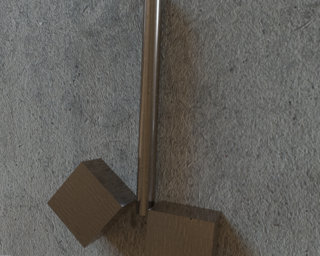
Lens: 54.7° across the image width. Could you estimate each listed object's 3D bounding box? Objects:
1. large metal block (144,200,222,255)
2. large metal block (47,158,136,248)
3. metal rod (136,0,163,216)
[{"bbox_3d":[0.029,0.142,0.385,0.080,0.050,0.079,6,92,19],"label":"large metal block"},{"bbox_3d":[-0.092,0.100,0.427,0.080,0.050,0.080,44,103,14],"label":"large metal block"},{"bbox_3d":[-0.014,-0.035,0.413,0.025,0.025,0.298,3,91,19],"label":"metal rod"}]
